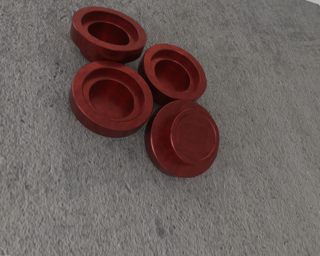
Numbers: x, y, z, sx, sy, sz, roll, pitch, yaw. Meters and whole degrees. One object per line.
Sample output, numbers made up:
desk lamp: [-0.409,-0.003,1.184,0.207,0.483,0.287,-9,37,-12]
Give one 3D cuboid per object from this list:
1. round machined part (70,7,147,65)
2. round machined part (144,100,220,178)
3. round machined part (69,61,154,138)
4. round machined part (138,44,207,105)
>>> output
round machined part: [-0.071,-0.118,0.418,0.099,0.042,0.098,14,45,-14]
round machined part: [0.034,0.012,0.383,0.099,0.042,0.097,4,81,-26]
round machined part: [-0.061,-0.031,0.379,0.099,0.042,0.098,14,56,-21]
round machined part: [0.014,-0.069,0.442,0.099,0.042,0.098,14,56,-21]
